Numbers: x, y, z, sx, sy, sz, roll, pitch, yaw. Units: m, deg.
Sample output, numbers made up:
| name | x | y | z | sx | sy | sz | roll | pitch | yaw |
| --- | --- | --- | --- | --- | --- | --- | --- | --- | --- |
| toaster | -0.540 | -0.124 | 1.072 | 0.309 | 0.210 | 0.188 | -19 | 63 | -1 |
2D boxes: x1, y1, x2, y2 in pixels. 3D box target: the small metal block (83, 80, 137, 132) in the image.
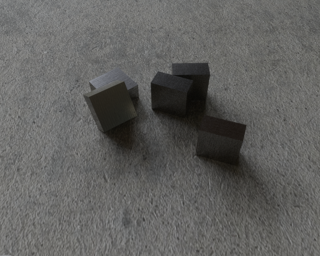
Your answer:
| name | x | y | z | sx | sy | sz | roll | pitch | yaw |
| --- | --- | --- | --- | --- | --- | --- | --- | --- | --- |
| small metal block | -0.065 | -0.030 | 0.408 | 0.050 | 0.050 | 0.025 | -29 | 24 | -22 |

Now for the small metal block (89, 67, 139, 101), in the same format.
| name | x | y | z | sx | sy | sz | roll | pitch | yaw |
| --- | --- | --- | --- | --- | --- | --- | --- | --- | --- |
| small metal block | -0.066 | -0.056 | 0.450 | 0.050 | 0.025 | 0.050 | -32 | 57 | -24 |

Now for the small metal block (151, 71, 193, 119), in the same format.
| name | x | y | z | sx | sy | sz | roll | pitch | yaw |
| --- | --- | --- | --- | --- | --- | --- | --- | --- | --- |
| small metal block | 0.016 | -0.045 | 0.425 | 0.050 | 0.050 | 0.025 | 17 | 53 | 14 |

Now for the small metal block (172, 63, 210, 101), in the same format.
| name | x | y | z | sx | sy | sz | roll | pitch | yaw |
| --- | --- | --- | --- | --- | --- | --- | --- | --- | --- |
| small metal block | 0.042 | -0.065 | 0.442 | 0.050 | 0.050 | 0.025 | -1 | 50 | -1 |

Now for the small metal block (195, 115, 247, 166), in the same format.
| name | x | y | z | sx | sy | sz | roll | pitch | yaw |
| --- | --- | --- | --- | --- | --- | --- | --- | --- | --- |
| small metal block | 0.072 | 0.015 | 0.374 | 0.050 | 0.050 | 0.025 | 14 | 52 | 12 |
